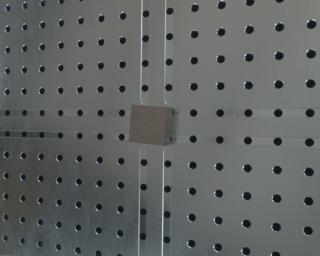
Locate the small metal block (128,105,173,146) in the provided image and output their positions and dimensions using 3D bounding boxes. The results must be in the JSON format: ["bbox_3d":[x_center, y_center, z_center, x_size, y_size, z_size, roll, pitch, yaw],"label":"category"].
[{"bbox_3d":[-0.012,-0.004,0.416,0.050,0.025,0.050,5,92,19],"label":"small metal block"}]
